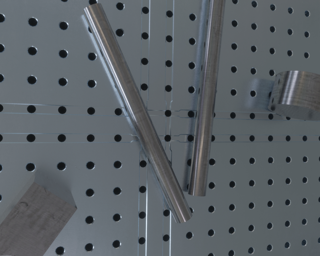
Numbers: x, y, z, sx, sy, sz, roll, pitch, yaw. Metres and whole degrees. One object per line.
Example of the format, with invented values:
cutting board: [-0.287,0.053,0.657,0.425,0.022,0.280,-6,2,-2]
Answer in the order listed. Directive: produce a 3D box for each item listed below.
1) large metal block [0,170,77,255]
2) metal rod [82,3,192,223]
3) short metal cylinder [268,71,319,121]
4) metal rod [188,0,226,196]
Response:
large metal block: [-0.138,0.098,0.333,0.050,0.080,0.080,39,78,-16]
metal rod: [-0.025,-0.012,0.403,0.025,0.025,0.299,-26,99,-18]
short metal cylinder: [0.208,-0.046,0.460,0.081,0.080,0.050,18,84,-19]
metal rod: [0.067,-0.055,0.437,0.025,0.025,0.298,7,88,-20]
